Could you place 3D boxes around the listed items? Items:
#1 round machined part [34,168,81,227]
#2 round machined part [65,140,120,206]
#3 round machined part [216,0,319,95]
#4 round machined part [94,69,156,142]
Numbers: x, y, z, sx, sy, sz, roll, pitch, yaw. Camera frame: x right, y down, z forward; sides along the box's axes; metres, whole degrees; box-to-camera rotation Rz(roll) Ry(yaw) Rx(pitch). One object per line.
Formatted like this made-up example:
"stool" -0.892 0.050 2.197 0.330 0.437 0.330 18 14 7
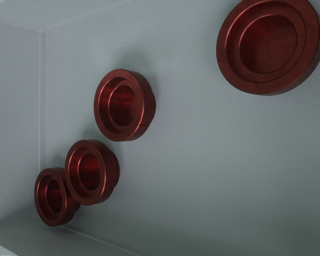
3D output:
"round machined part" -0.172 0.116 0.535 0.098 0.042 0.097 0 90 39
"round machined part" -0.100 0.066 0.475 0.098 0.042 0.097 0 90 39
"round machined part" 0.109 -0.080 0.305 0.098 0.042 0.097 0 90 39
"round machined part" -0.044 -0.030 0.430 0.098 0.042 0.097 0 90 39
